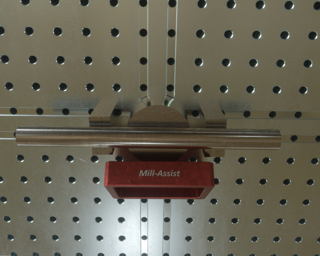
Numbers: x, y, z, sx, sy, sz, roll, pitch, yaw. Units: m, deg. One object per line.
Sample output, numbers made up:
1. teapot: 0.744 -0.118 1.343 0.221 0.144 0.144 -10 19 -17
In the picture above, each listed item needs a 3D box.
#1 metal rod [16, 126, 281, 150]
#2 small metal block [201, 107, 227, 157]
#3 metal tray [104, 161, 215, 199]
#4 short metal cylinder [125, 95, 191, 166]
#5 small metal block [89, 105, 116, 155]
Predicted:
1. metal rod: -0.013 0.012 0.364 0.302 0.025 0.025 1 110 0
2. small metal block: 0.068 0.004 0.402 0.025 0.050 0.050 -1 110 0
3. metal tray: -0.001 0.071 0.407 0.131 0.090 0.030 0 67 0
4. short metal cylinder: -0.002 0.002 0.400 0.081 0.050 0.079 0 110 0
5. small metal block: -0.072 0.001 0.400 0.025 0.050 0.050 -1 110 0
